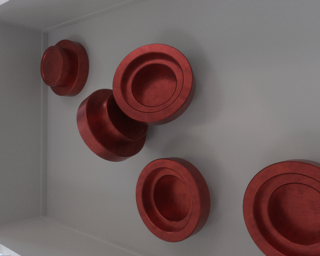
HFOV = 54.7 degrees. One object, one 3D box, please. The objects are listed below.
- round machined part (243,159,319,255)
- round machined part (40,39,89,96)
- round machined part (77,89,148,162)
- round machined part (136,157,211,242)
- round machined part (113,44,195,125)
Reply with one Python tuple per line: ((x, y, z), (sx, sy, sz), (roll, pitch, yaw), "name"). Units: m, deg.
((0.132, 0.077, 0.287), (0.098, 0.042, 0.097), (0, 90, 40), "round machined part")
((-0.171, -0.105, 0.537), (0.098, 0.042, 0.097), (0, 90, 40), "round machined part")
((-0.054, -0.009, 0.404), (0.042, 0.099, 0.098), (-30, 71, 37), "round machined part")
((0.020, 0.084, 0.380), (0.098, 0.042, 0.097), (0, 90, 40), "round machined part")
((-0.005, -0.050, 0.383), (0.098, 0.042, 0.098), (-3, 76, 14), "round machined part")
